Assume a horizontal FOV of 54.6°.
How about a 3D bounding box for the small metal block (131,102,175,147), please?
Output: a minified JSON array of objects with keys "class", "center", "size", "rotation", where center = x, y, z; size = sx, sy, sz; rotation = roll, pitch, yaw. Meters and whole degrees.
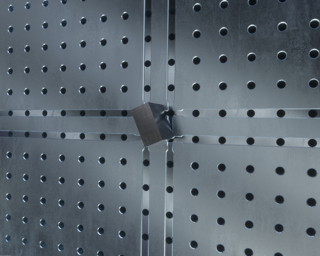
[{"class":"small metal block","center":[-0.008,-0.004,0.402],"size":[0.025,0.050,0.050],"rotation":[-24,83,18]}]
